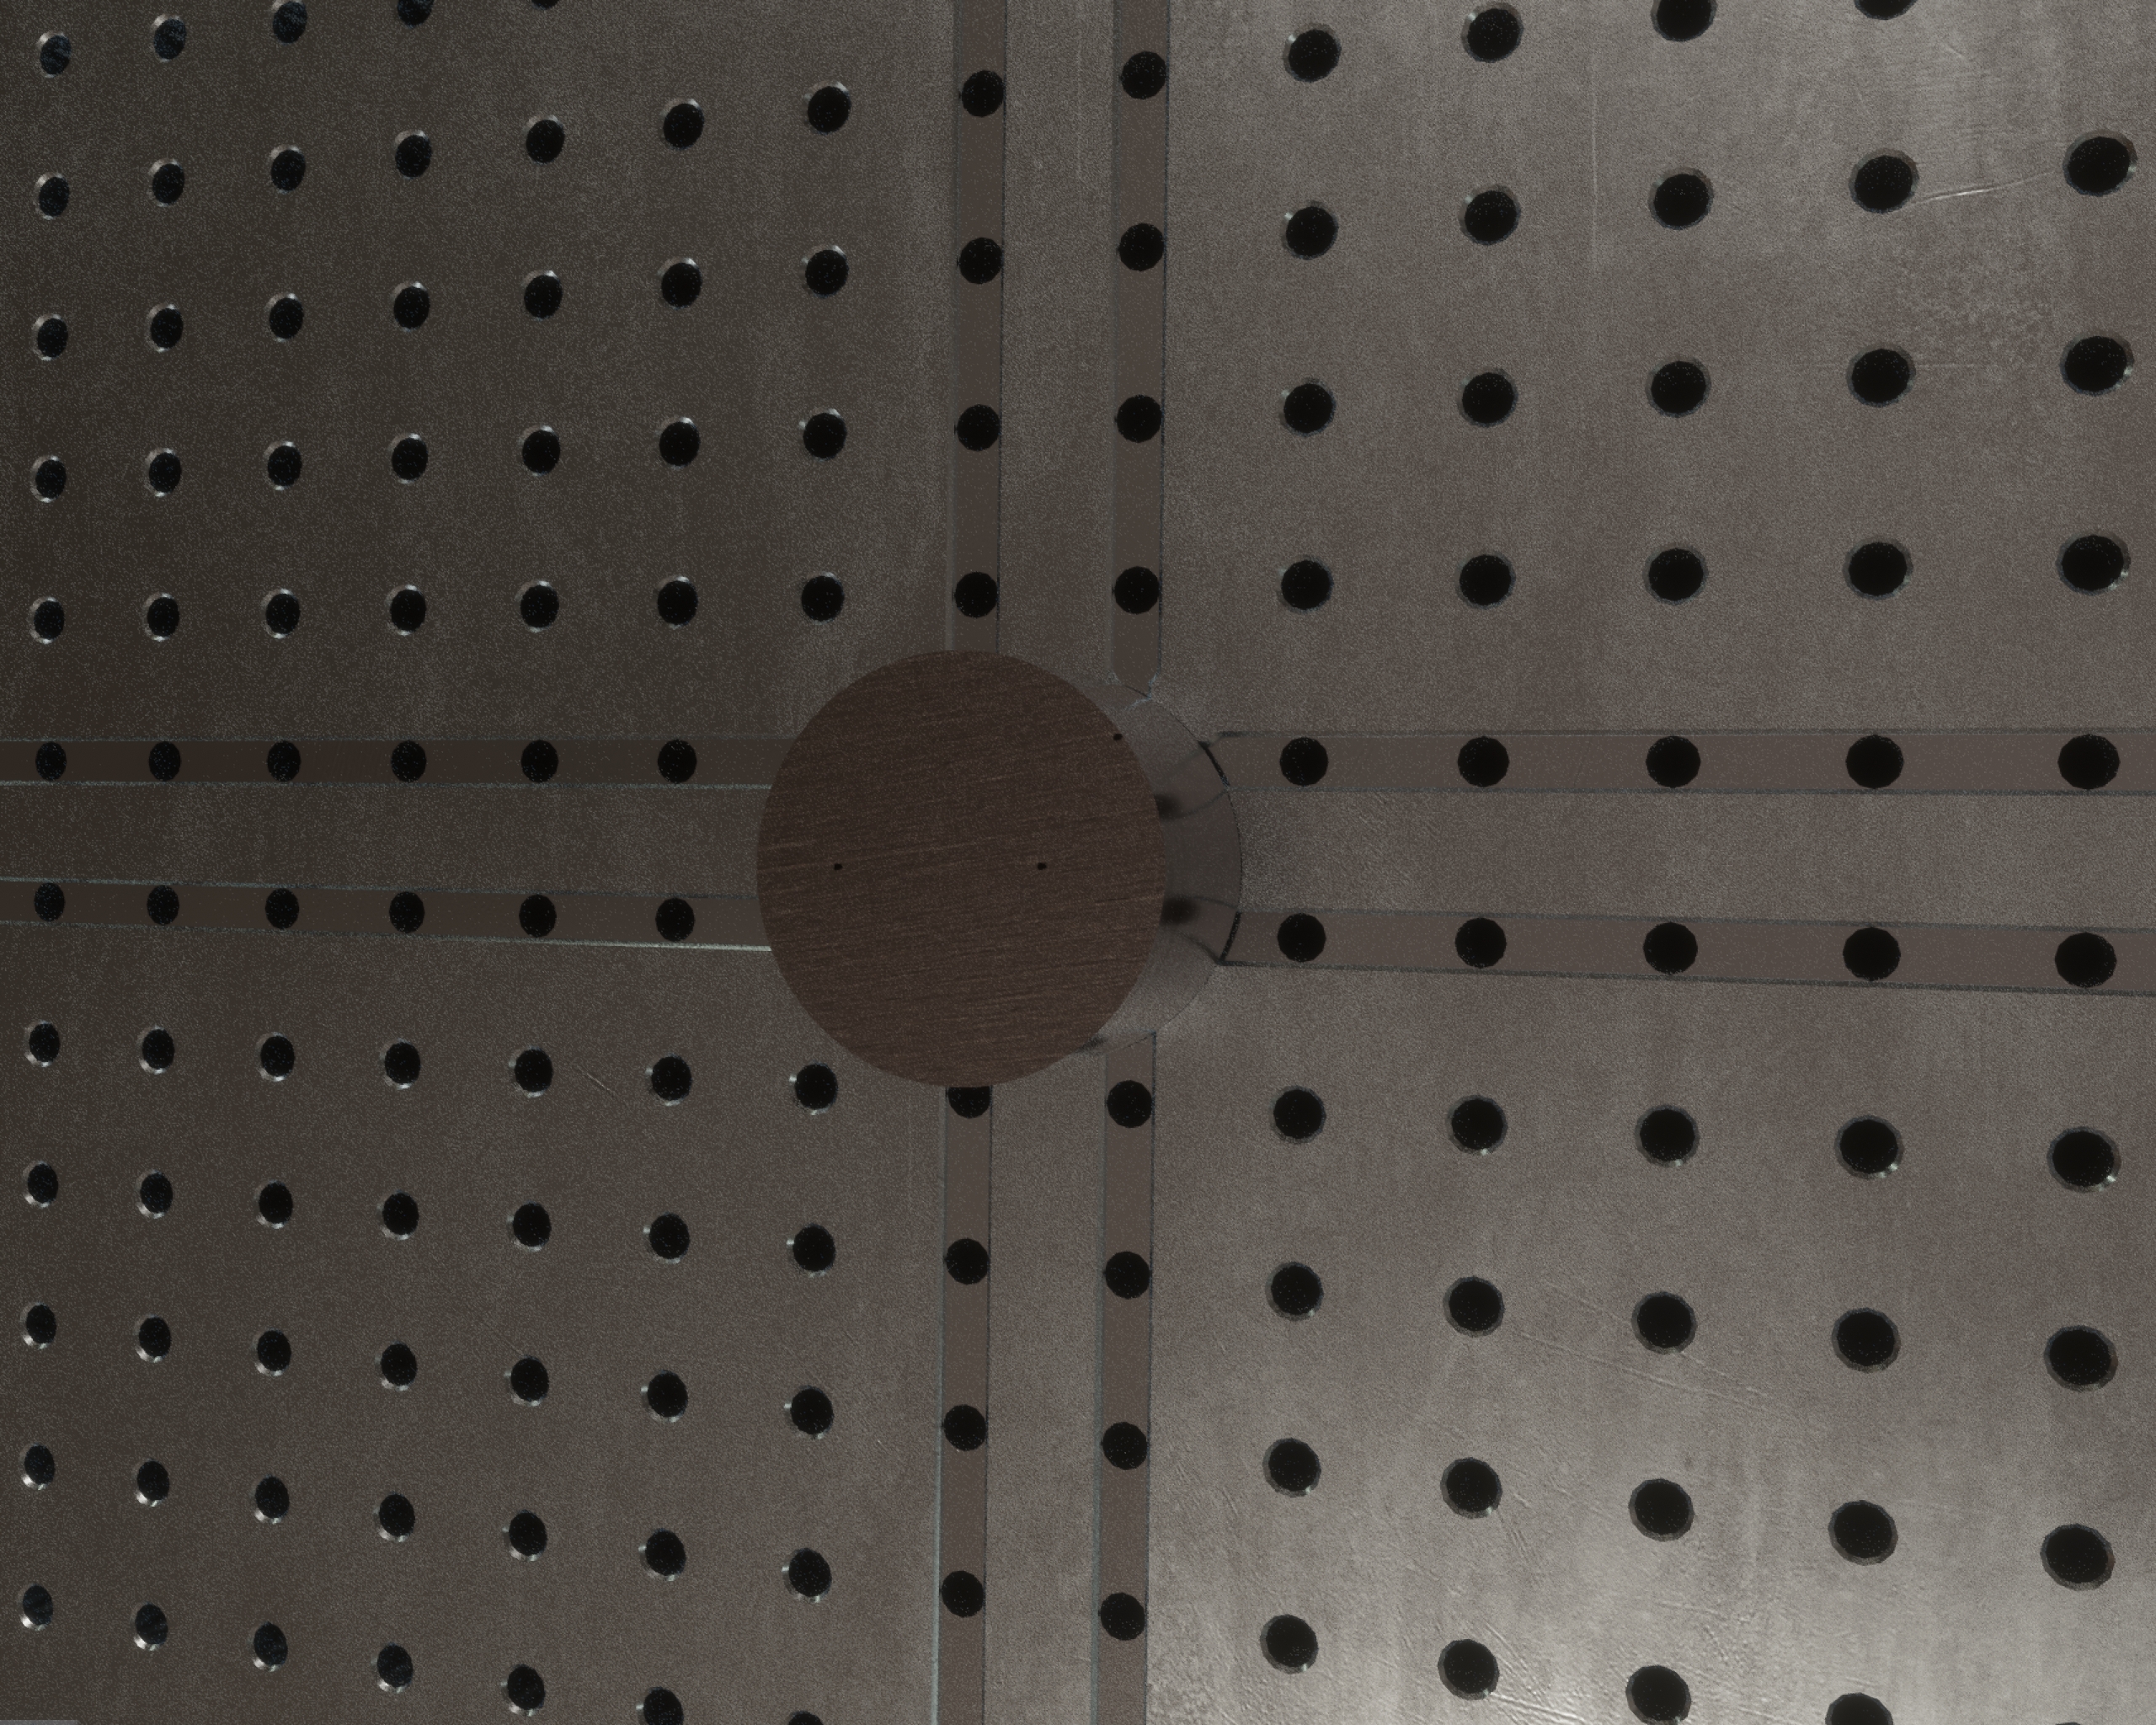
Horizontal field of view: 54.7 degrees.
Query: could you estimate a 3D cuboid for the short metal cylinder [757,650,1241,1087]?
[{"bbox_3d":[-0.014,0.001,0.403,0.080,0.050,0.079,0,90,19],"label":"short metal cylinder"}]
